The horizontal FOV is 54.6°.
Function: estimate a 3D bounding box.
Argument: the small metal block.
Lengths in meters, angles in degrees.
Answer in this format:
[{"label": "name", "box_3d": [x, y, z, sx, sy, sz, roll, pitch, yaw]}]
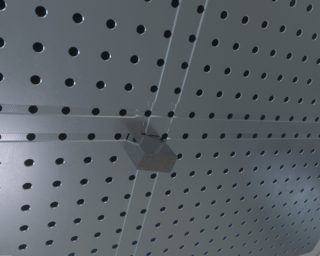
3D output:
[{"label": "small metal block", "box_3d": [-0.013, 0.032, 0.407, 0.050, 0.050, 0.025, 11, 113, -33]}]
